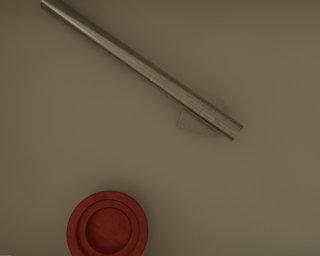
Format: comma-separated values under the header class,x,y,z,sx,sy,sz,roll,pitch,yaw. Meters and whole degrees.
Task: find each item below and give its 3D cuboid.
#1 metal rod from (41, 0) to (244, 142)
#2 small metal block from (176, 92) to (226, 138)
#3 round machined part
class,x,y,z,sx,sy,sz,roll,pitch,yaw
metal rod,-0.027,-0.080,0.394,0.301,0.025,0.025,35,90,6
small metal block,0.053,-0.018,0.412,0.050,0.025,0.050,17,90,-1
round machined part,-0.065,0.130,0.396,0.099,0.042,0.098,1,79,-3
